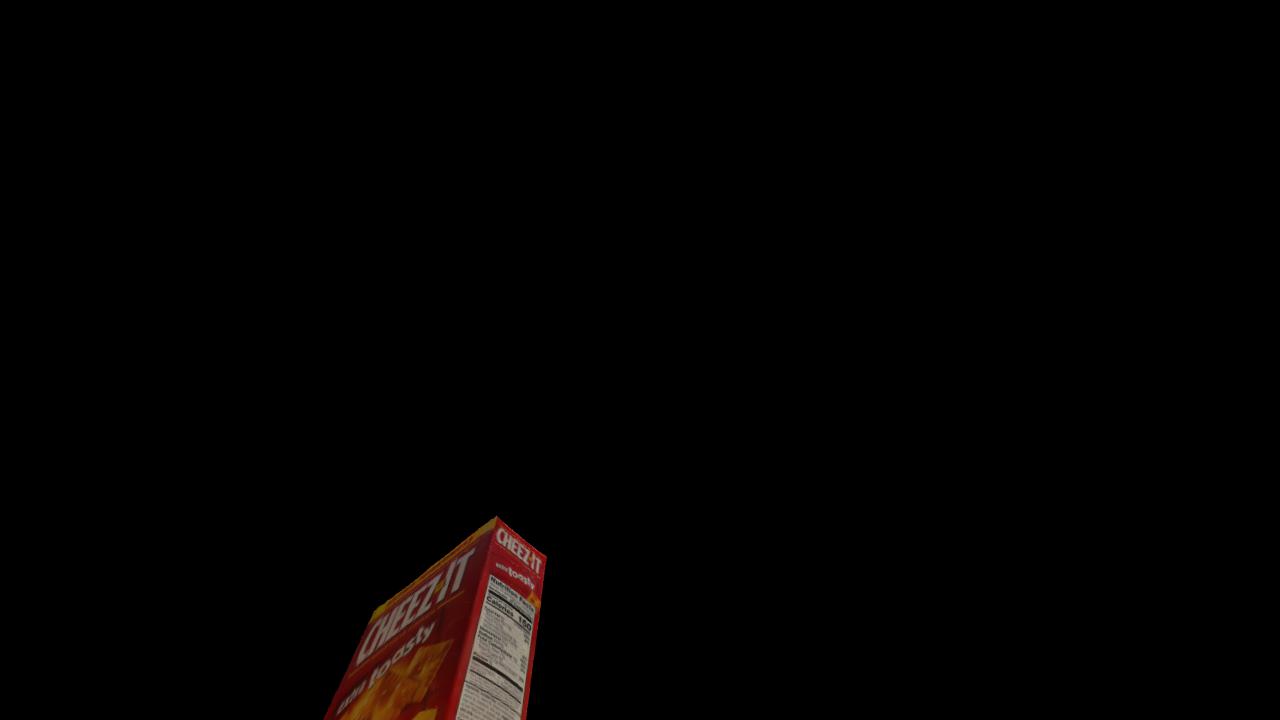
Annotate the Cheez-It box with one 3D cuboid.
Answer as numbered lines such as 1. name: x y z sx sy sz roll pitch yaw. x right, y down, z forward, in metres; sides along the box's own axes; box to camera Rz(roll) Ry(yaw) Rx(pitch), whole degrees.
1. Cheez-It box: -0.156 0.243 0.446 0.166 0.071 0.223 -38 20 14
